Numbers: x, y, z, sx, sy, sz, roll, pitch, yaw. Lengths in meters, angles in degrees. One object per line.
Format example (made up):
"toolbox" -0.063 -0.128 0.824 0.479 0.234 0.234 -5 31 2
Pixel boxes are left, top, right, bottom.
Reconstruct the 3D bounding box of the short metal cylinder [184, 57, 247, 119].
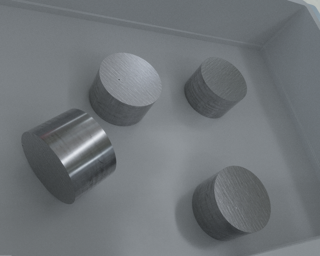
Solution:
"short metal cylinder" 0.085 -0.061 0.475 0.081 0.050 0.080 14 56 -21

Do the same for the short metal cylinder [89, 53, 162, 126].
"short metal cylinder" -0.045 -0.049 0.396 0.081 0.050 0.080 14 56 -21

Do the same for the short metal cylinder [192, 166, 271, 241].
"short metal cylinder" 0.087 0.093 0.382 0.081 0.050 0.080 14 56 -21

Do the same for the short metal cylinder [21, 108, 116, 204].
"short metal cylinder" -0.090 0.027 0.306 0.080 0.080 0.050 49 51 6

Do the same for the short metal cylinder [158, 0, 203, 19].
"short metal cylinder" 0.041 -0.249 0.568 0.081 0.050 0.080 14 56 -21
